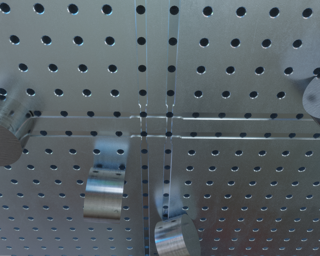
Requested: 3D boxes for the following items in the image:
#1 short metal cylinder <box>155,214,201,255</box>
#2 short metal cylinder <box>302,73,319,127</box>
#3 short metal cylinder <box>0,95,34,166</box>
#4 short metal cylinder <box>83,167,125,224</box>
[{"bbox_3d":[0.032,0.197,0.544,0.050,0.080,0.080,-22,127,18],"label":"short metal cylinder"},{"bbox_3d":[0.214,-0.030,0.352,0.080,0.080,0.050,-37,121,27],"label":"short metal cylinder"},{"bbox_3d":[-0.210,0.004,0.396,0.081,0.050,0.079,0,130,0],"label":"short metal cylinder"},{"bbox_3d":[-0.081,0.100,0.460,0.050,0.080,0.079,6,130,-5],"label":"short metal cylinder"}]
